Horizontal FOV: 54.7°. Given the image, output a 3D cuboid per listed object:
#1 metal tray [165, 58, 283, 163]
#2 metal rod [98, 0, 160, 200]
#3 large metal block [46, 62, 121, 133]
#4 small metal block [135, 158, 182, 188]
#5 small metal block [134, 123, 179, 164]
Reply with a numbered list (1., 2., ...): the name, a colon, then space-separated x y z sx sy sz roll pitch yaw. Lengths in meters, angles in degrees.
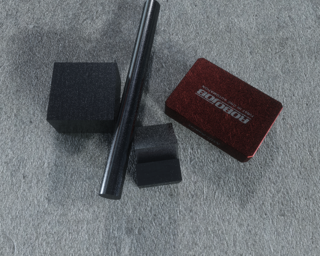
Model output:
1. metal tray: 0.083 -0.026 0.416 0.130 0.030 0.090 33 73 11
2. metal rod: -0.034 -0.056 0.411 0.025 0.025 0.299 8 64 3
3. large metal block: -0.096 -0.039 0.408 0.081 0.050 0.080 0 70 0
4. small metal block: -0.002 0.056 0.373 0.050 0.050 0.025 -7 76 -3
5. small metal block: -0.006 0.020 0.387 0.050 0.025 0.050 -7 31 -3
